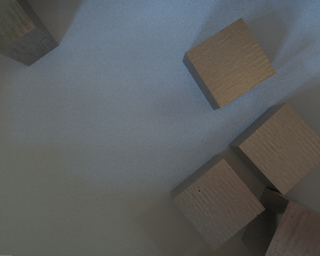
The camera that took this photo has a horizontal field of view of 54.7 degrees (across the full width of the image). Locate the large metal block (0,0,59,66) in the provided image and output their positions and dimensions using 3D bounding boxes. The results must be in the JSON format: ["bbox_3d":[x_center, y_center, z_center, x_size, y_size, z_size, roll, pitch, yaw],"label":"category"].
[{"bbox_3d":[-0.182,-0.130,0.382,0.050,0.080,0.080,-36,90,0],"label":"large metal block"}]

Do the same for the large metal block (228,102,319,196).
[{"bbox_3d":[0.150,0.026,0.398,0.080,0.050,0.080,-42,90,-2],"label":"large metal block"}]

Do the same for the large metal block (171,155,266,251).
[{"bbox_3d":[0.071,0.093,0.399,0.080,0.050,0.080,-39,90,0],"label":"large metal block"}]

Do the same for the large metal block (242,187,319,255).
[{"bbox_3d":[0.151,0.127,0.385,0.050,0.080,0.080,24,90,0],"label":"large metal block"}]

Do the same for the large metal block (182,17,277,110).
[{"bbox_3d":[0.086,-0.079,0.399,0.080,0.050,0.080,-32,90,0],"label":"large metal block"}]
